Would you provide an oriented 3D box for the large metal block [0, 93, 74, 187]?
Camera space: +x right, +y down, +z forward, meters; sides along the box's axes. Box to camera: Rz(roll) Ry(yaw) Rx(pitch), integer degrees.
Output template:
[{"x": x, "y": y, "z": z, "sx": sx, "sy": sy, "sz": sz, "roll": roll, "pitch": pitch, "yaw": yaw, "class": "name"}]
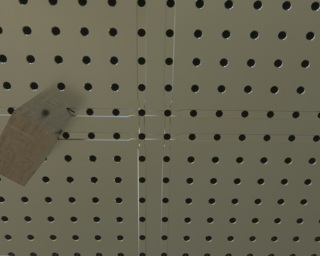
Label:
[{"x": -0.159, "y": 0.012, "z": 0.386, "sx": 0.050, "sy": 0.080, "sz": 0.080, "roll": 32, "pitch": 107, "yaw": -12, "class": "large metal block"}]
